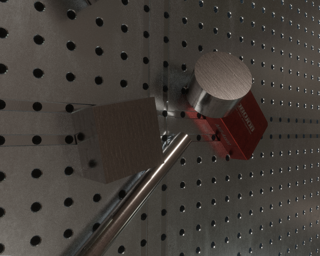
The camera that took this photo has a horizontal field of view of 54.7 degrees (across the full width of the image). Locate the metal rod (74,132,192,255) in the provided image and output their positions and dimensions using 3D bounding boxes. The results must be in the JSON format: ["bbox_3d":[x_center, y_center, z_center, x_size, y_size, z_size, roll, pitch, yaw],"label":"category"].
[{"bbox_3d":[-0.053,0.113,0.366,0.301,0.025,0.025,-48,119,-29],"label":"metal rod"}]

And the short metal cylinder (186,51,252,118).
[{"bbox_3d":[0.082,-0.061,0.438,0.081,0.050,0.080,4,63,-8],"label":"short metal cylinder"}]

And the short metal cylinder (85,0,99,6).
[{"bbox_3d":[-0.057,-0.173,0.326,0.080,0.080,0.050,-49,120,-29],"label":"short metal cylinder"}]

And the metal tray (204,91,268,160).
[{"bbox_3d":[0.126,-0.021,0.514,0.090,0.030,0.130,-53,121,-27],"label":"metal tray"}]

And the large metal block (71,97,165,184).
[{"bbox_3d":[-0.047,0.010,0.355,0.081,0.050,0.079,-15,100,-39],"label":"large metal block"}]
